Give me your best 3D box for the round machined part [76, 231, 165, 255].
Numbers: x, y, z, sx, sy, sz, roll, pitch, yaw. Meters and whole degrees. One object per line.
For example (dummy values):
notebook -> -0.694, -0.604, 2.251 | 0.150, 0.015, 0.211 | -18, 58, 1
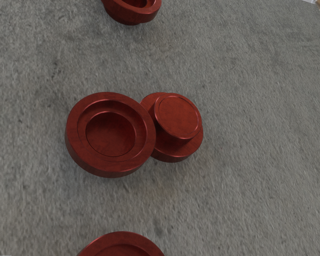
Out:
round machined part -> -0.039, 0.149, 0.282 | 0.099, 0.042, 0.098 | 14, 56, -21

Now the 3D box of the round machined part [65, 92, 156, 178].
round machined part -> -0.057, 0.011, 0.353 | 0.099, 0.042, 0.098 | 10, 59, -18

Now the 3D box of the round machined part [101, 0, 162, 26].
round machined part -> -0.051, -0.202, 0.491 | 0.099, 0.042, 0.098 | 14, 56, -21

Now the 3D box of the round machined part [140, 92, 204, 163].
round machined part -> 0.016, -0.007, 0.407 | 0.099, 0.042, 0.098 | 14, 56, -21
